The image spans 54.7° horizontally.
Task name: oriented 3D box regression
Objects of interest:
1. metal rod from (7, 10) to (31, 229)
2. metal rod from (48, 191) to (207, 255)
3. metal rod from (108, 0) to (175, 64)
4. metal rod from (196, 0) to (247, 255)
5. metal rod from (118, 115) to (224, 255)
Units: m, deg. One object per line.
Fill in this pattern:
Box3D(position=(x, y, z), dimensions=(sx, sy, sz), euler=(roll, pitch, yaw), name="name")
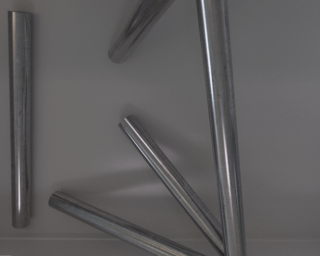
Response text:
Box3D(position=(-0.185, 0.004, 0.410), dimensions=(0.025, 0.025, 0.298), euler=(8, 110, -3), name="metal rod")
Box3D(position=(-0.019, 0.143, 0.394), dimensions=(0.301, 0.025, 0.025), euler=(16, 112, 22), name="metal rod")
Box3D(position=(0.008, -0.117, 0.247), dimensions=(0.025, 0.299, 0.025), euler=(5, 78, -23), name="metal rod")
Box3D(position=(0.062, 0.011, 0.298), dimensions=(0.025, 0.025, 0.298), euler=(-9, 112, 3), name="metal rod")
Box3D(position=(0.048, 0.105, 0.386), dimensions=(0.025, 0.025, 0.300), euler=(-41, 81, 13), name="metal rod")
